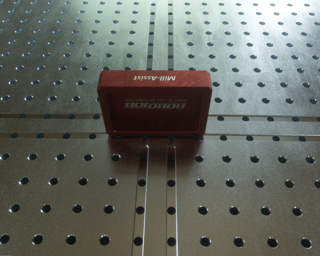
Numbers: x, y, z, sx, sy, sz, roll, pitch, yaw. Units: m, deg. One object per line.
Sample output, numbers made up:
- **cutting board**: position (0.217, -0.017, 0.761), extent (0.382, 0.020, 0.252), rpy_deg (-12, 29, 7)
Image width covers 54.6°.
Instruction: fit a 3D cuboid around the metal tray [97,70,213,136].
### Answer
- **metal tray**: position (-0.006, -0.029, 0.389), extent (0.131, 0.090, 0.030), rpy_deg (0, 50, 0)
